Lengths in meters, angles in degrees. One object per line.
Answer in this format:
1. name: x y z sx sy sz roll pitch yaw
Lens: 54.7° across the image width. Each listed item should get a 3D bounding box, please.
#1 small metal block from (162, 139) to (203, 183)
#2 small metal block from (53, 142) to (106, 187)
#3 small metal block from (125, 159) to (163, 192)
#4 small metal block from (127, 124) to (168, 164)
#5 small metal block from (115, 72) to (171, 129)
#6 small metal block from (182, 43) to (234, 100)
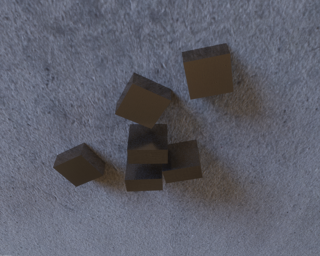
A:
1. small metal block: 0.030 0.046 0.431 0.050 0.050 0.025 -10 130 8
2. small metal block: -0.117 0.054 0.452 0.050 0.025 0.050 -24 127 18
3. small metal block: -0.022 0.063 0.444 0.050 0.050 0.025 -2 130 1
4. small metal block: -0.015 0.020 0.408 0.050 0.050 0.025 0 130 0
5. small metal block: -0.021 -0.032 0.379 0.050 0.025 0.050 22 127 -19
6. small metal block: 0.055 -0.064 0.354 0.050 0.025 0.050 -10 130 8
